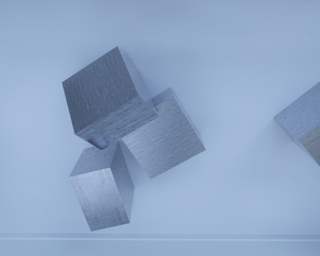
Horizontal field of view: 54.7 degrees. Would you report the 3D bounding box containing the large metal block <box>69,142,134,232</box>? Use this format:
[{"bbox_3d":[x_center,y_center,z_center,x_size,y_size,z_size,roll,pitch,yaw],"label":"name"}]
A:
[{"bbox_3d":[-0.072,0.073,0.408,0.050,0.080,0.080,-14,110,5],"label":"large metal block"}]

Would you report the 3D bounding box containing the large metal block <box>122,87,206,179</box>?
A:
[{"bbox_3d":[0.002,0.006,0.400,0.080,0.050,0.080,-30,108,10],"label":"large metal block"}]

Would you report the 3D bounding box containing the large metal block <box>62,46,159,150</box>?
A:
[{"bbox_3d":[-0.059,-0.034,0.361,0.080,0.080,0.050,-30,147,10],"label":"large metal block"}]

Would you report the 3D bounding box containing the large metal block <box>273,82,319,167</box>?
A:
[{"bbox_3d":[0.201,-0.009,0.382,0.080,0.080,0.050,-40,106,13],"label":"large metal block"}]
